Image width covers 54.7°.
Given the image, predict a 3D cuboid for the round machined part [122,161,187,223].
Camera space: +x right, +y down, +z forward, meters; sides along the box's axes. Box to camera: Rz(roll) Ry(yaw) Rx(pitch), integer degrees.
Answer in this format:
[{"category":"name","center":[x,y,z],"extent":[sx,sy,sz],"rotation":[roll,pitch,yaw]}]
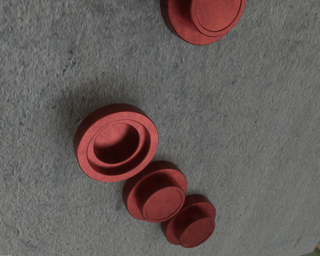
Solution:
[{"category":"round machined part","center":[-0.002,0.100,0.456],"extent":[0.099,0.042,0.097],"rotation":[-14,124,-21]}]

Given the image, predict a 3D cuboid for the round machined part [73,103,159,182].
[{"category":"round machined part","center":[-0.055,0.014,0.374],"extent":[0.099,0.042,0.097],"rotation":[-14,124,-21]}]

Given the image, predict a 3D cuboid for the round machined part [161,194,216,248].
[{"category":"round machined part","center":[0.054,0.164,0.527],"extent":[0.099,0.042,0.097],"rotation":[-14,124,-21]}]

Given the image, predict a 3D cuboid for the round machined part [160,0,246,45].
[{"category":"round machined part","center":[0.053,-0.139,0.339],"extent":[0.099,0.042,0.097],"rotation":[-14,124,-21]}]
